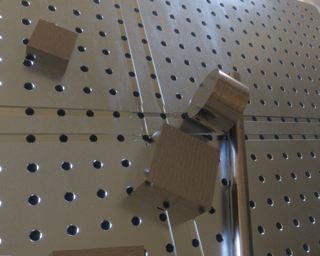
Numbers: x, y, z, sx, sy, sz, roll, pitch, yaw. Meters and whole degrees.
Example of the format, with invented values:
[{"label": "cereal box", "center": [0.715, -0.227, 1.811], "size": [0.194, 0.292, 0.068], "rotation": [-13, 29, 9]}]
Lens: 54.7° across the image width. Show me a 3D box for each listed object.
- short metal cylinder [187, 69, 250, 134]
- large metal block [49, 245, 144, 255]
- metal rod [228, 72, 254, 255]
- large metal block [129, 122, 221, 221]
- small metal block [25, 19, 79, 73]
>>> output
[{"label": "short metal cylinder", "center": [0.082, -0.037, 0.442], "size": [0.050, 0.080, 0.080], "rotation": [28, 52, -11]}, {"label": "large metal block", "center": [-0.057, 0.151, 0.270], "size": [0.081, 0.050, 0.080], "rotation": [7, 59, -25]}, {"label": "metal rod", "center": [0.112, 0.036, 0.448], "size": [0.025, 0.025, 0.300], "rotation": [19, 54, -18]}, {"label": "large metal block", "center": [0.020, 0.053, 0.372], "size": [0.080, 0.050, 0.080], "rotation": [27, 52, -12]}, {"label": "small metal block", "center": [-0.138, -0.106, 0.399], "size": [0.050, 0.025, 0.050], "rotation": [19, 54, -18]}]
